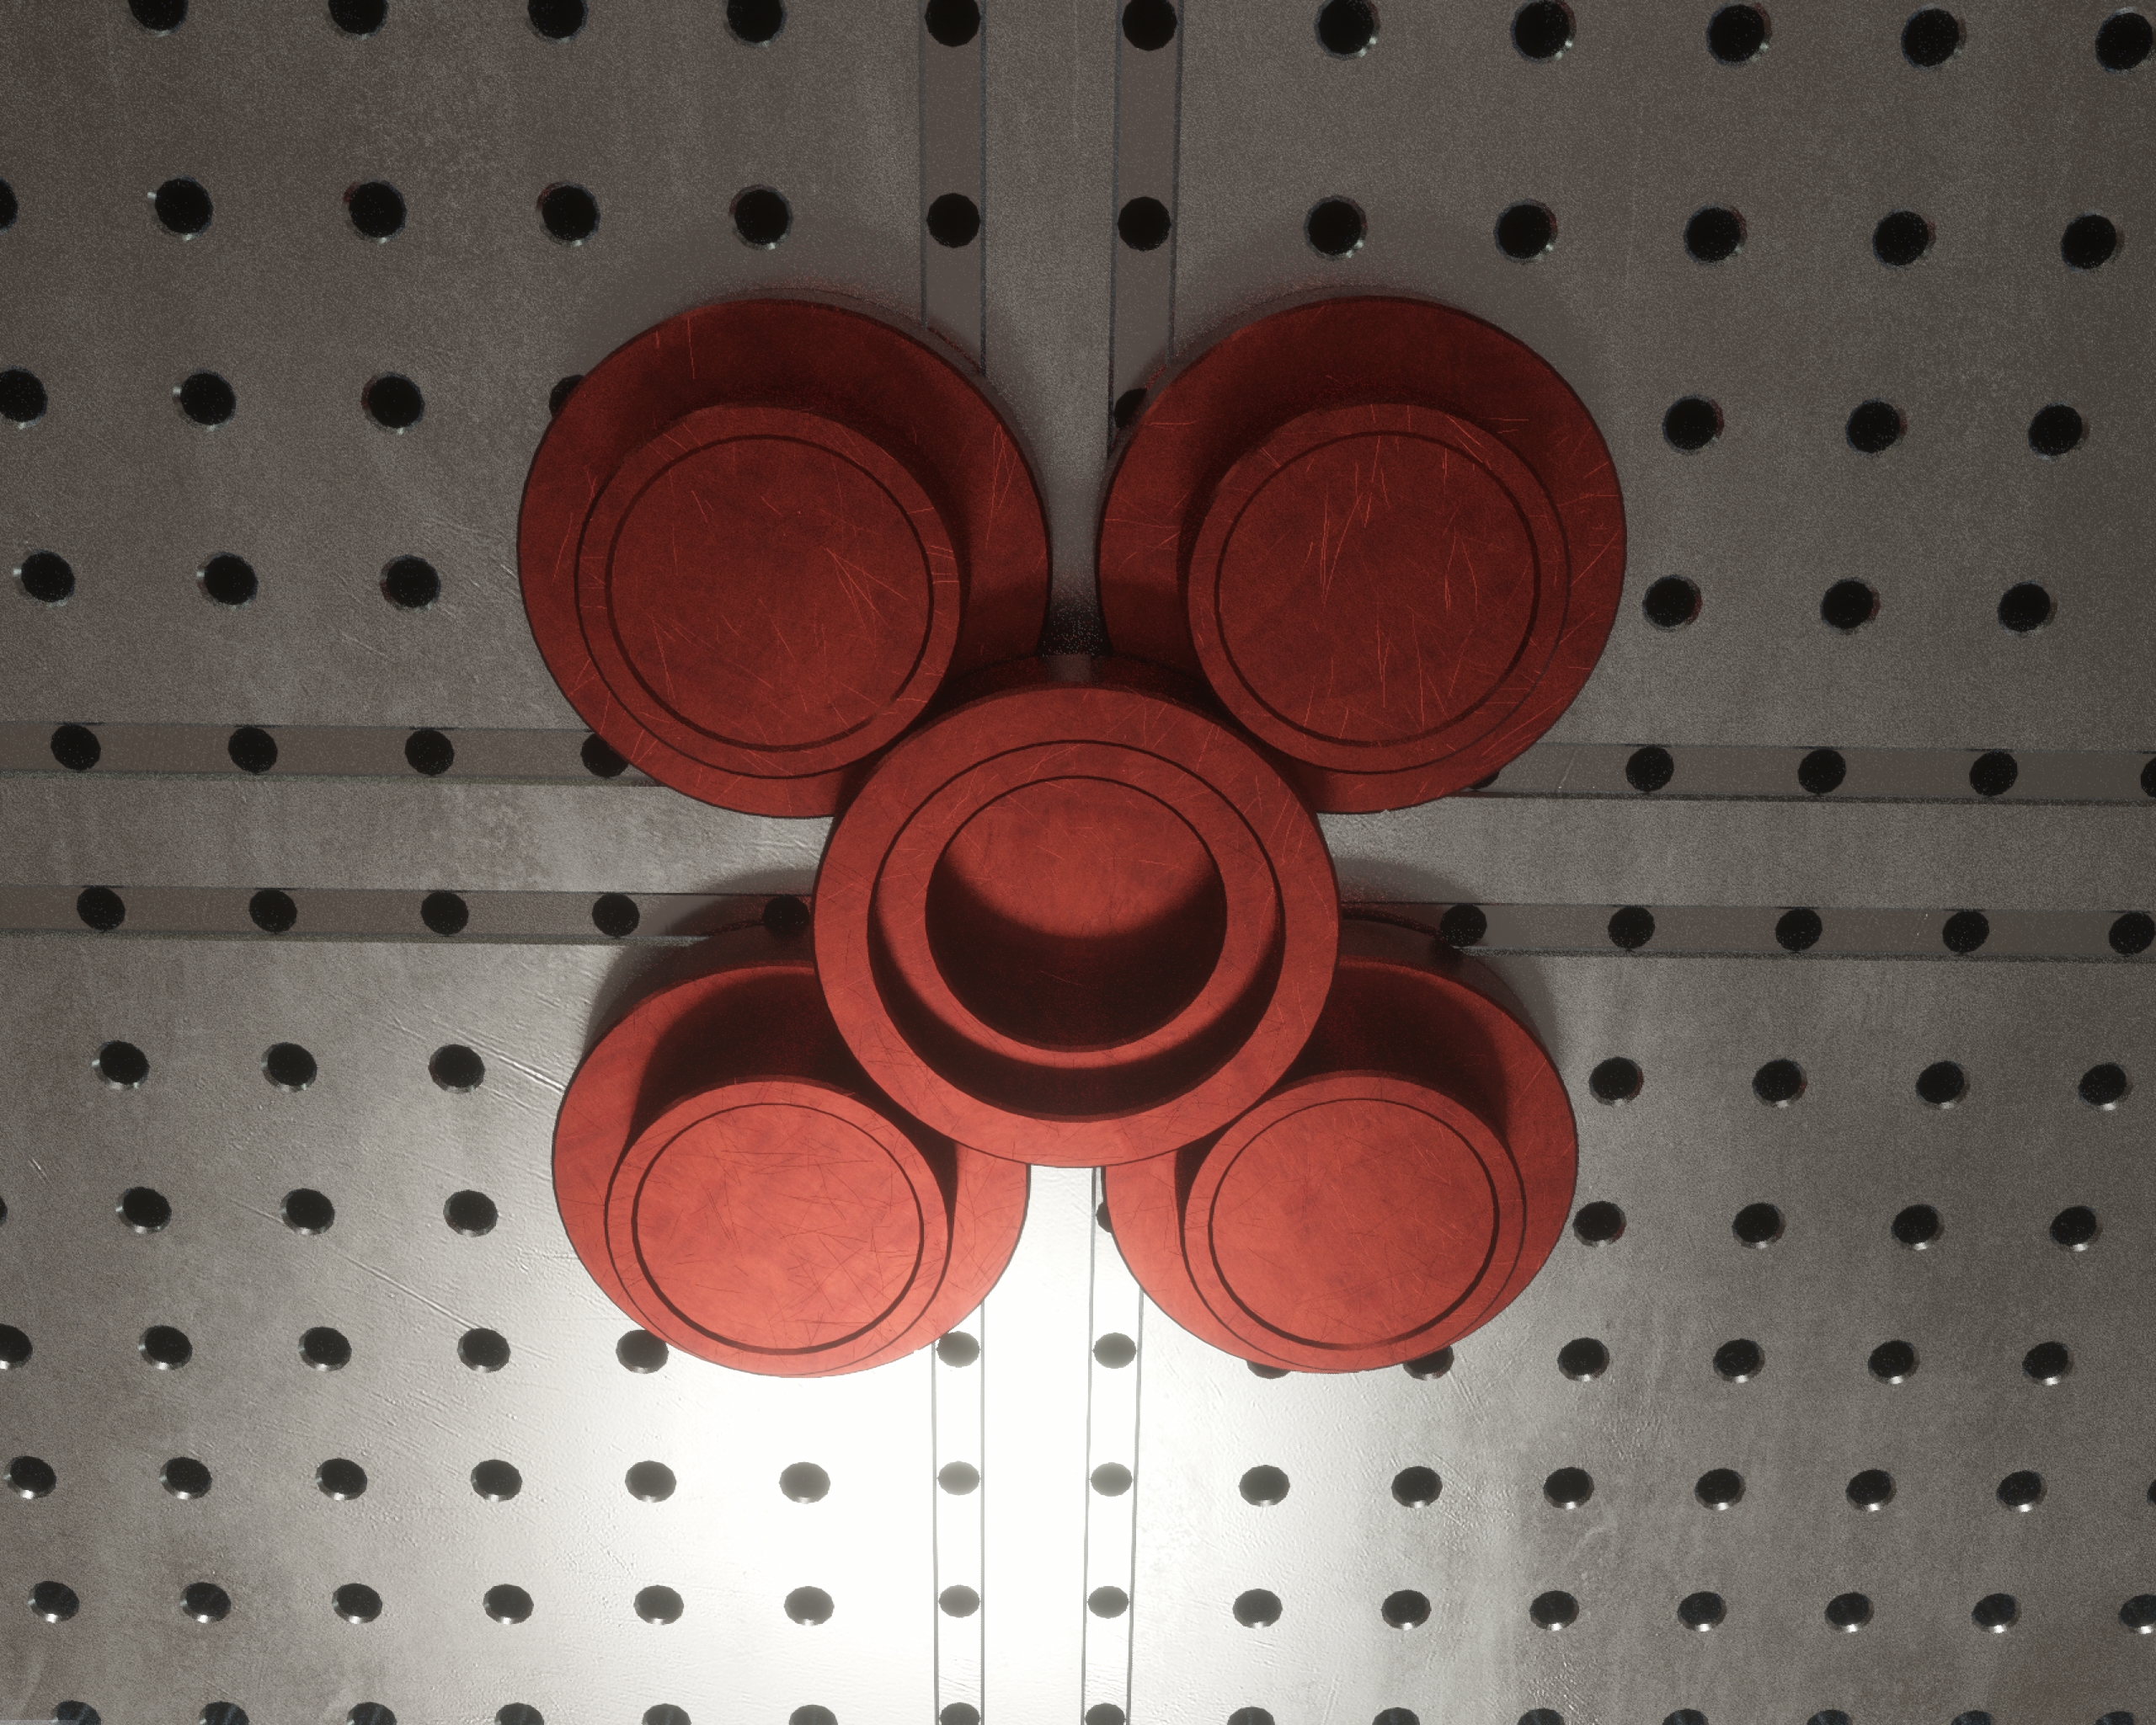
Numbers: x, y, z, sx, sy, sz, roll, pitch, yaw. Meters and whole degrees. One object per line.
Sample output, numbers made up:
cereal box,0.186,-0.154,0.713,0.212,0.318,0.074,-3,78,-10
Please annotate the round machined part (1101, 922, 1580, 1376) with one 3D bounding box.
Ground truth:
round machined part,0.054,0.064,0.428,0.099,0.042,0.097,0,110,-1

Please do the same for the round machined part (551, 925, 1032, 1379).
round machined part,-0.059,0.065,0.428,0.099,0.042,0.097,0,110,-1

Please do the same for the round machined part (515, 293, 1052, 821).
round machined part,-0.054,-0.053,0.383,0.099,0.042,0.097,0,110,-1

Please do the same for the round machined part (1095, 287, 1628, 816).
round machined part,0.052,-0.054,0.384,0.099,0.042,0.097,0,110,-1

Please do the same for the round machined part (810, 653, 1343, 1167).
round machined part,0.000,0.006,0.405,0.099,0.042,0.097,0,110,-1
